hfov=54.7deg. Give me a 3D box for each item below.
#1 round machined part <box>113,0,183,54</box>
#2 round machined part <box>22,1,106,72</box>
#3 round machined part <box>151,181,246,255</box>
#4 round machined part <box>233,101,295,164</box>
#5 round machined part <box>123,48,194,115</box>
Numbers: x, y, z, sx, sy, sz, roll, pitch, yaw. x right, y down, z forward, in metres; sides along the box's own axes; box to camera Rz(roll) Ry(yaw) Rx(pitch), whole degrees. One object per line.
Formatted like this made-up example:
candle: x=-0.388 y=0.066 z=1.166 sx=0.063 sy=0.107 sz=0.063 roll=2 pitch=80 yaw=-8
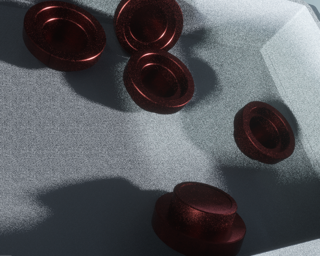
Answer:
round machined part: x=-0.019 y=-0.154 z=0.450 sx=0.099 sy=0.097 sz=0.042 roll=5 pitch=37 yaw=-26
round machined part: x=-0.123 y=-0.112 z=0.397 sx=0.099 sy=0.042 sz=0.098 roll=14 pitch=56 yaw=-21
round machined part: x=0.043 y=0.091 z=0.330 sx=0.099 sy=0.042 sz=0.098 roll=12 pitch=15 yaw=-3
round machined part: x=0.153 y=0.011 z=0.473 sx=0.099 sy=0.042 sz=0.098 roll=14 pitch=56 yaw=-21
round machined part: x=-0.005 y=-0.060 z=0.430 sx=0.099 sy=0.042 sz=0.098 roll=14 pitch=56 yaw=-21
